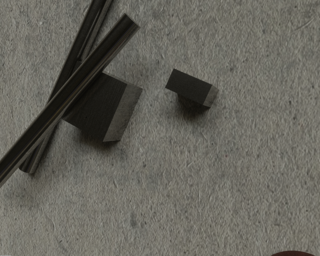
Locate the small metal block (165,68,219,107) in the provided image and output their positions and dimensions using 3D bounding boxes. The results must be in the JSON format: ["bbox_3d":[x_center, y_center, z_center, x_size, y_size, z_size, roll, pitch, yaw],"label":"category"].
[{"bbox_3d":[0.041,-0.048,0.381,0.050,0.050,0.025,27,99,17],"label":"small metal block"}]

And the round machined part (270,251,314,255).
[{"bbox_3d":[0.154,0.186,0.346,0.098,0.042,0.097,0,90,19],"label":"round machined part"}]

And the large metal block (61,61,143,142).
[{"bbox_3d":[-0.082,-0.036,0.423,0.080,0.050,0.080,27,99,17],"label":"large metal block"}]

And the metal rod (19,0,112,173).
[{"bbox_3d":[-0.139,-0.068,0.456,0.025,0.025,0.298,30,99,17],"label":"metal rod"}]

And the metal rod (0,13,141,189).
[{"bbox_3d":[-0.134,-0.024,0.401,0.299,0.025,0.025,-45,76,14],"label":"metal rod"}]
